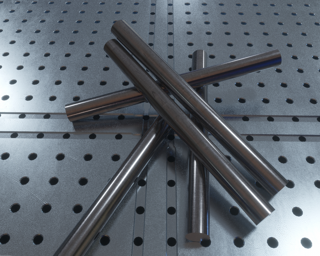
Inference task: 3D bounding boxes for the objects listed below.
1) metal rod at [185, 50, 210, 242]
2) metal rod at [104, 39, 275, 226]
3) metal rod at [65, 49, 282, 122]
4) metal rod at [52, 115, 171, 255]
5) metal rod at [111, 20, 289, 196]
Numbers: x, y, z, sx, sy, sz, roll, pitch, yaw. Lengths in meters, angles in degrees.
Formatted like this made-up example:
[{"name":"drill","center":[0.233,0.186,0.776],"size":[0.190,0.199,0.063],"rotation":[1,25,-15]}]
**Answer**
[{"name":"metal rod","center":[0.052,-0.003,0.410],"size":[0.025,0.025,0.300],"rotation":[4,50,3]},{"name":"metal rod","center":[0.019,-0.013,0.376],"size":[0.025,0.025,0.300],"rotation":[-29,63,-22]},{"name":"metal rod","center":[0.020,-0.060,0.431],"size":[0.301,0.025,0.025],"rotation":[-15,51,-2]},{"name":"metal rod","center":[-0.054,0.075,0.344],"size":[0.025,0.025,0.301],"rotation":[23,54,18]},{"name":"metal rod","center":[0.039,-0.036,0.394],"size":[0.025,0.025,0.300],"rotation":[-35,72,-25]}]
